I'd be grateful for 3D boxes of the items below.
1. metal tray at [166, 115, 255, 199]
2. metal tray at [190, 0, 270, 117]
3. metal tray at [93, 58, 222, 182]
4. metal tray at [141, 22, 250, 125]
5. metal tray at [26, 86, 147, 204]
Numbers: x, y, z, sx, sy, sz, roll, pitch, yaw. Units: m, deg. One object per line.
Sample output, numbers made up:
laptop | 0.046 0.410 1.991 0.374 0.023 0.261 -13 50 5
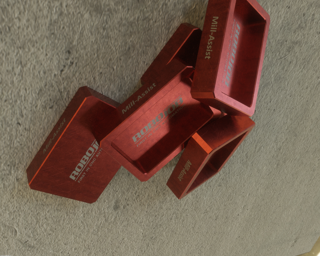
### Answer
metal tray | 0.066 0.038 0.422 0.091 0.030 0.129 -27 154 -32
metal tray | 0.084 -0.086 0.356 0.091 0.030 0.129 17 82 -46
metal tray | 0.000 -0.006 0.364 0.130 0.030 0.090 -41 130 0
metal tray | 0.051 -0.059 0.398 0.131 0.030 0.090 30 101 -38
metal tray | -0.086 0.025 0.373 0.090 0.030 0.130 28 103 -38
